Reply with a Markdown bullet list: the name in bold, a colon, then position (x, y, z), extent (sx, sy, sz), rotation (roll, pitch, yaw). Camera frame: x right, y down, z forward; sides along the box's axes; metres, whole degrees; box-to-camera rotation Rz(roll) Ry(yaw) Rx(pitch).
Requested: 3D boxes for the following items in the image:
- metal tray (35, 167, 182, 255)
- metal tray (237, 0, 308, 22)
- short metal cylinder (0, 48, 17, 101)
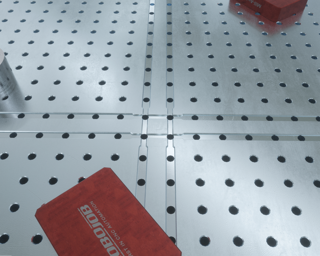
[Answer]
- **metal tray**: position (-0.053, 0.111, 0.311), extent (0.091, 0.030, 0.130), rotation (-32, 57, -24)
- **metal tray**: position (0.221, -0.271, 0.634), extent (0.091, 0.030, 0.130), rotation (-28, 56, -22)
- **short metal cylinder**: position (-0.262, -0.079, 0.456), extent (0.081, 0.050, 0.080), rotation (0, 50, 0)
